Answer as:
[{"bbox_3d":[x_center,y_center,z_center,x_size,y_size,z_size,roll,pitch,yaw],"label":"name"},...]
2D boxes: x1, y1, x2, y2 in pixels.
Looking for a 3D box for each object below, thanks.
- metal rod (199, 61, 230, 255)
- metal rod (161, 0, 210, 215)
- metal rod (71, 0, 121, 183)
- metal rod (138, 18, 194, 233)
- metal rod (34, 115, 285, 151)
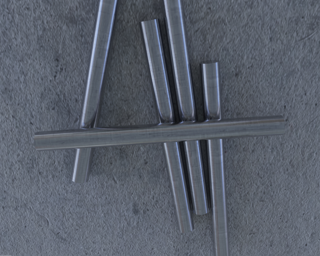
[{"bbox_3d":[0.078,0.058,0.431,0.025,0.025,0.298,-7,110,2],"label":"metal rod"},{"bbox_3d":[0.036,-0.018,0.403,0.025,0.025,0.298,-9,110,3],"label":"metal rod"},{"bbox_3d":[-0.078,-0.065,0.384,0.025,0.025,0.298,12,110,-5],"label":"metal rod"},{"bbox_3d":[0.013,0.011,0.413,0.025,0.025,0.298,-10,110,3],"label":"metal rod"},{"bbox_3d":[-0.001,0.006,0.384,0.302,0.025,0.025,-4,110,1],"label":"metal rod"}]
